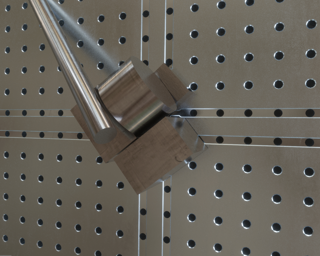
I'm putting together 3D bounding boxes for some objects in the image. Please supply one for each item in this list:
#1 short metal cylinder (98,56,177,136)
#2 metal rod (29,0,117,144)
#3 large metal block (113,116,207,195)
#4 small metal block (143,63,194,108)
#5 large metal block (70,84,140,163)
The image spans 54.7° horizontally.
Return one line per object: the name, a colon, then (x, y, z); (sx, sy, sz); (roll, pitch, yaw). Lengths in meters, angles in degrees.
short metal cylinder: (-0.025, -0.037, 0.364); (0.050, 0.080, 0.080); (-38, 78, 16)
metal rod: (-0.124, -0.097, 0.399); (0.025, 0.025, 0.300); (-43, 56, 15)
large metal block: (0.004, 0.031, 0.379); (0.080, 0.080, 0.050); (-39, 78, 15)
small metal block: (0.007, -0.049, 0.410); (0.050, 0.025, 0.050); (-43, 77, 14)
large metal block: (-0.055, -0.005, 0.402); (0.050, 0.080, 0.080); (-39, 78, 16)
